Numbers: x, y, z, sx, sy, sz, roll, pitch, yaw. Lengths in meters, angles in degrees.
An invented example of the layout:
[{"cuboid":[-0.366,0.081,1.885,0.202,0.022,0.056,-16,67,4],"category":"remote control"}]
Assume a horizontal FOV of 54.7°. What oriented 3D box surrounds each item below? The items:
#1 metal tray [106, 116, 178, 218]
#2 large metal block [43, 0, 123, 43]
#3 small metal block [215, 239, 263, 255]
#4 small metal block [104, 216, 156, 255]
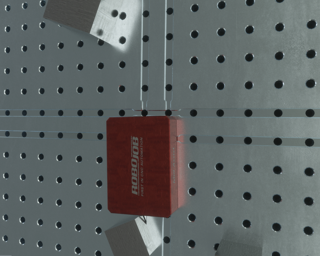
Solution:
[{"cuboid":[-0.025,0.049,0.418,0.090,0.030,0.129,-1,90,19],"category":"metal tray"},{"cuboid":[-0.104,-0.175,0.435,0.080,0.050,0.080,23,98,18],"category":"large metal block"},{"cuboid":[0.093,0.158,0.366,0.050,0.050,0.025,6,92,19],"category":"small metal block"},{"cuboid":[-0.041,0.154,0.426,0.050,0.025,0.050,-26,82,17],"category":"small metal block"}]
